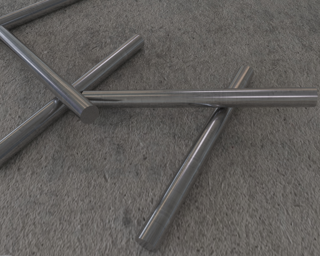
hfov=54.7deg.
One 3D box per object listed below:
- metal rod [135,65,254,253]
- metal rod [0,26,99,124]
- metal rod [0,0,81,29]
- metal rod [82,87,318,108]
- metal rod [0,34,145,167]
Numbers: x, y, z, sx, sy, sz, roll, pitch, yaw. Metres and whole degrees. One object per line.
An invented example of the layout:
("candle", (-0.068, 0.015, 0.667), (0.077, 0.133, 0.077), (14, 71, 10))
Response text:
("metal rod", (0.059, 0.015, 0.390), (0.025, 0.025, 0.301), (23, 54, 18))
("metal rod", (-0.181, -0.091, 0.455), (0.025, 0.025, 0.300), (-33, 51, -25))
("metal rod", (-0.255, -0.208, 0.576), (0.302, 0.025, 0.025), (-37, 59, -27))
("metal rod", (0.043, -0.039, 0.409), (0.301, 0.025, 0.025), (0, 50, 10))
("metal rod", (-0.120, -0.053, 0.446), (0.025, 0.025, 0.301), (27, 55, 21))
